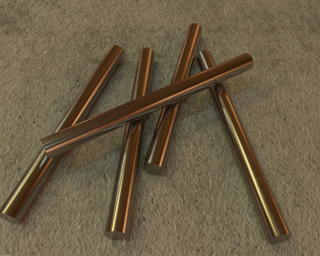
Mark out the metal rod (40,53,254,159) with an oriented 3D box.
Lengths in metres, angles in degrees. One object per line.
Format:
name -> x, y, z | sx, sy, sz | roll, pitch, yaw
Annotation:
metal rod -> -0.001, -0.037, 0.399 | 0.302, 0.025, 0.025 | -25, 55, -20

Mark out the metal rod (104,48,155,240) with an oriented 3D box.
metal rod -> -0.032, -0.006, 0.407 | 0.025, 0.025, 0.300 | 3, 50, 3

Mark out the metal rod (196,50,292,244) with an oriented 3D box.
metal rod -> 0.095, -0.002, 0.405 | 0.025, 0.025, 0.300 | -7, 50, -6

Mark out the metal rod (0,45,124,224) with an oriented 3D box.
metal rod -> -0.114, -0.016, 0.415 | 0.025, 0.025, 0.300 | 13, 51, 11

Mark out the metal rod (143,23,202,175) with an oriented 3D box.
metal rod -> 0.027, -0.063, 0.456 | 0.025, 0.025, 0.300 | 11, 51, 9
